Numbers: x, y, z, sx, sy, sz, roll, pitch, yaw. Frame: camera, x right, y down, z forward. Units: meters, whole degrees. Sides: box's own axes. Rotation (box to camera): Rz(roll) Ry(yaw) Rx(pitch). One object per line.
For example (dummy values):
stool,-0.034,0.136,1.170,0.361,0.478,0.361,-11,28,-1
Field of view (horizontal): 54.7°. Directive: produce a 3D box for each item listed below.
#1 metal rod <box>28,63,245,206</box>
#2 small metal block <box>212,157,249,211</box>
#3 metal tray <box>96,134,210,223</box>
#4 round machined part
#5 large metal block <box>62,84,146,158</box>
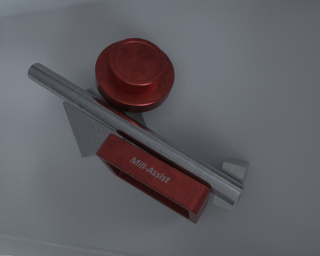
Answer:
metal rod,-0.041,-0.002,0.368,0.301,0.025,0.025,31,100,17
small metal block,0.085,0.064,0.365,0.025,0.050,0.050,15,95,19
metal tray,-0.006,0.063,0.372,0.130,0.090,0.030,28,72,17
round machined part,-0.030,-0.071,0.382,0.099,0.042,0.098,5,65,-10
large metal block,-0.072,-0.013,0.420,0.080,0.050,0.080,-24,82,18
